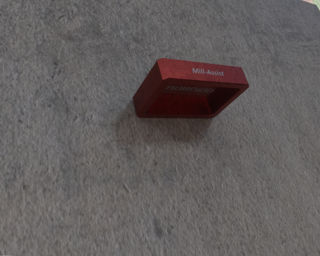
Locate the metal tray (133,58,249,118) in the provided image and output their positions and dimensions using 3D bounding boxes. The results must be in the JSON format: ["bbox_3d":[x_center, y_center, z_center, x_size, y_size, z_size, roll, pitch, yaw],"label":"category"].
[{"bbox_3d":[0.040,-0.048,0.414,0.131,0.090,0.030,0,62,-29],"label":"metal tray"}]
